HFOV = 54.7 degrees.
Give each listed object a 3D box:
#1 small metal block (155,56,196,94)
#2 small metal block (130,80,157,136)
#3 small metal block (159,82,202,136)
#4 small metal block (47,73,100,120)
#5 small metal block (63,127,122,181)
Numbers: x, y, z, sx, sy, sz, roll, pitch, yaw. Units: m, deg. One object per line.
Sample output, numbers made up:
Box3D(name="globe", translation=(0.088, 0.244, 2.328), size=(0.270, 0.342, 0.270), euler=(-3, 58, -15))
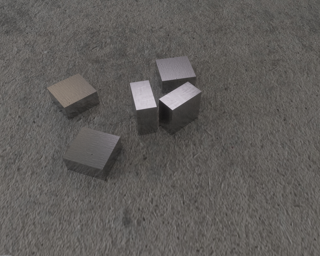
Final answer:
Box3D(name="small metal block", translation=(0.023, -0.082, 0.472), size=(0.050, 0.025, 0.050), euler=(-9, 51, -8))
Box3D(name="small metal block", translation=(-0.022, -0.026, 0.409), size=(0.025, 0.050, 0.050), euler=(-10, 51, -8))
Box3D(name="small metal block", translation=(0.026, -0.025, 0.408), size=(0.050, 0.050, 0.025), euler=(-33, 58, -25))
Box3D(name="small metal block", translation=(-0.123, -0.046, 0.441), size=(0.050, 0.025, 0.050), euler=(-32, 57, -24))
Box3D(name="small metal block", translation=(-0.080, 0.031, 0.377), size=(0.050, 0.025, 0.050), euler=(14, 51, 12))
